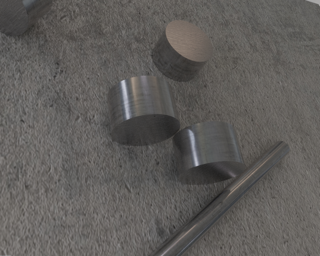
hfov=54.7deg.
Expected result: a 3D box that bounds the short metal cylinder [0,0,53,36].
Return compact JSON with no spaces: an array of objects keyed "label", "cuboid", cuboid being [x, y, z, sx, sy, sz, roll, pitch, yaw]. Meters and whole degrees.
[{"label":"short metal cylinder","cuboid":[-0.179,-0.159,0.369,0.080,0.080,0.050,32,52,-8]}]

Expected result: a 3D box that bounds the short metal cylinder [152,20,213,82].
[{"label":"short metal cylinder","cuboid":[0.034,-0.118,0.478,0.081,0.050,0.080,14,56,-21]}]

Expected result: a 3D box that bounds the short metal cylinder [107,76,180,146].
[{"label":"short metal cylinder","cuboid":[-0.020,-0.018,0.368,0.081,0.080,0.050,3,61,-27]}]

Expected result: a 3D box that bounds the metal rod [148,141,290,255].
[{"label":"metal rod","cuboid":[0.087,0.090,0.395,0.302,0.025,0.025,-29,78,-37]}]

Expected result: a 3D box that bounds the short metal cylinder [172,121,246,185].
[{"label":"short metal cylinder","cuboid":[0.058,0.033,0.380,0.081,0.080,0.050,6,59,-25]}]
